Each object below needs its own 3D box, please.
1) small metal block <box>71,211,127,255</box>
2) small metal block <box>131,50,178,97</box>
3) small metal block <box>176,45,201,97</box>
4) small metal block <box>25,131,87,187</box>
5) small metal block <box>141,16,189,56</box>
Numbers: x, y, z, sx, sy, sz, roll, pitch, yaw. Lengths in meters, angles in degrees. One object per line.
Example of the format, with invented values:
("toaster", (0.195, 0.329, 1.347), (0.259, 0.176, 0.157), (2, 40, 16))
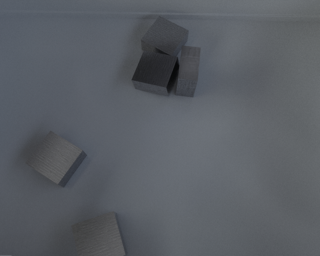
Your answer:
("small metal block", (-0.070, 0.130, 0.361), (0.050, 0.025, 0.050), (-17, 71, -7))
("small metal block", (-0.005, -0.077, 0.434), (0.050, 0.025, 0.050), (15, 70, 15))
("small metal block", (0.038, -0.076, 0.425), (0.025, 0.050, 0.050), (7, 70, 2))
("small metal block", (-0.131, 0.040, 0.394), (0.050, 0.025, 0.050), (30, 72, 10))
("small metal block", (0.007, -0.129, 0.457), (0.050, 0.025, 0.050), (30, 73, 10))
